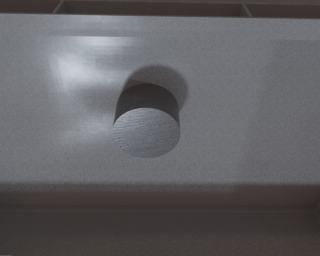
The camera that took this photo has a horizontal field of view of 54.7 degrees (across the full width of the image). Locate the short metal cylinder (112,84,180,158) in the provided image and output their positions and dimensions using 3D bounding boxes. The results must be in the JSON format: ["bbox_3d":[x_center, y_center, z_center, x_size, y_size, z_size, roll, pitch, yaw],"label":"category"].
[{"bbox_3d":[-0.016,-0.008,0.386,0.081,0.050,0.079,0,130,0],"label":"short metal cylinder"}]
